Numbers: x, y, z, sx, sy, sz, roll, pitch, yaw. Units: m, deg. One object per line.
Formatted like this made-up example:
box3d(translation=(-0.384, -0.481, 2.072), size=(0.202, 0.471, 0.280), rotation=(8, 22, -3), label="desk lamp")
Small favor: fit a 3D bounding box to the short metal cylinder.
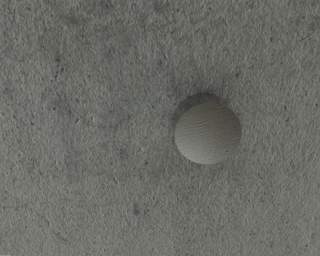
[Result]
box3d(translation=(0.058, -0.001, 0.397), size=(0.080, 0.050, 0.079), rotation=(0, 110, 0), label="short metal cylinder")
